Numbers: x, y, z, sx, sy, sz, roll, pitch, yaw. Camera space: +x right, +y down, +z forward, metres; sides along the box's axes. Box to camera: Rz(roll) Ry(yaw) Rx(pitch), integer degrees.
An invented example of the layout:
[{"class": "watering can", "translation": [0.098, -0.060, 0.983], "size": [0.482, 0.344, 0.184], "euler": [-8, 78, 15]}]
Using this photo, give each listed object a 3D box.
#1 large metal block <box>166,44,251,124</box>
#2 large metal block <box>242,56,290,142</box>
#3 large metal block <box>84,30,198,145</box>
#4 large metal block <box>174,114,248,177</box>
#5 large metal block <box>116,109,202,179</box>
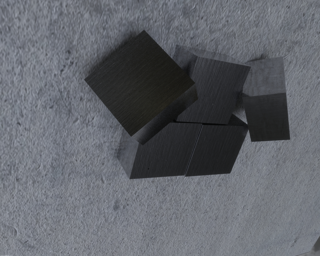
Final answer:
[{"class": "large metal block", "translation": [0.055, -0.053, 0.391], "size": [0.081, 0.050, 0.079], "euler": [3, 117, -30]}, {"class": "large metal block", "translation": [0.146, -0.039, 0.423], "size": [0.050, 0.080, 0.080], "euler": [-5, 132, 23]}, {"class": "large metal block", "translation": [-0.018, -0.041, 0.330], "size": [0.080, 0.080, 0.050], "euler": [-40, 164, -1]}, {"class": "large metal block", "translation": [0.068, 0.020, 0.441], "size": [0.081, 0.050, 0.079], "euler": [1, 118, -30]}, {"class": "large metal block", "translation": [-0.003, 0.017, 0.402], "size": [0.081, 0.050, 0.079], "euler": [1, 118, -30]}]
